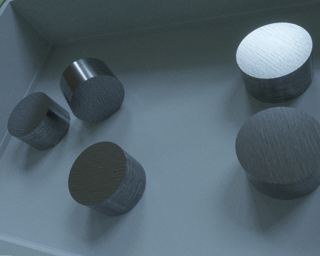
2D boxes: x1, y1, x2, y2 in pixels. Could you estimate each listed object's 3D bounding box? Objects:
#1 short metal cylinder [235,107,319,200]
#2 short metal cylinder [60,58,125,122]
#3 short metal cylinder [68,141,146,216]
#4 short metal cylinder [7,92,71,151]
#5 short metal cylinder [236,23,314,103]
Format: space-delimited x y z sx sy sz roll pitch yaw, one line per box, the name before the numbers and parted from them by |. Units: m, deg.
short metal cylinder | 0.121 0.026 0.310 0.080 0.050 0.080 -13 56 20
short metal cylinder | -0.099 -0.055 0.454 0.080 0.080 0.050 -40 51 1
short metal cylinder | -0.064 0.063 0.383 0.080 0.050 0.080 -13 56 20
short metal cylinder | -0.192 -0.010 0.494 0.080 0.050 0.080 -13 56 20
short metal cylinder | 0.136 -0.076 0.365 0.080 0.050 0.080 -13 56 20
